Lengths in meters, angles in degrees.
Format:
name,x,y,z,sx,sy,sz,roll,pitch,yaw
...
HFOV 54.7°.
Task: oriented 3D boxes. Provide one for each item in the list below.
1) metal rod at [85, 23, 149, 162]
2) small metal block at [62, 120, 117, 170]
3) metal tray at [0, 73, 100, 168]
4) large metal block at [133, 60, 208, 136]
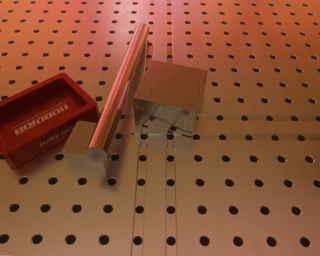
name,x,y,z,sx,sy,sz,roll,pitch,yaw
metal rod,-0.051,-0.074,0.448,0.025,0.025,0.300,6,44,5
small metal block,-0.087,0.020,0.390,0.050,0.025,0.050,10,51,8
metal tray,-0.160,-0.016,0.416,0.131,0.030,0.090,-33,58,-25
large metal block,0.016,-0.043,0.427,0.080,0.050,0.080,13,51,10
